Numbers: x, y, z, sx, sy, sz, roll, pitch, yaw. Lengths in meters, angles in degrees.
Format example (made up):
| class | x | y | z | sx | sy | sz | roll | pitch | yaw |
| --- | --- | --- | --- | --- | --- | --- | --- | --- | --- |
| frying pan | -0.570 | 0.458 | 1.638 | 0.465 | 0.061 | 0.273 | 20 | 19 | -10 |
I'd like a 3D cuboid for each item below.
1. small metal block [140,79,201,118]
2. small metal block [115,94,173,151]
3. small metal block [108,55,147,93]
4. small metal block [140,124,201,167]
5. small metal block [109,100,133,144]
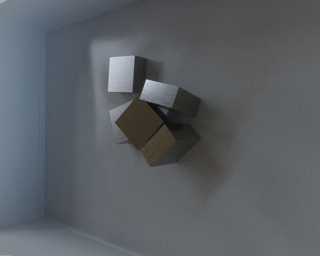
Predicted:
| class | x | y | z | sx | sy | sz | roll | pitch | yaw |
| --- | --- | --- | --- | --- | --- | --- | --- | --- | --- |
| small metal block | 0.013 | -0.035 | 0.376 | 0.050 | 0.050 | 0.025 | 19 | 91 | 38 |
| small metal block | -0.021 | -0.007 | 0.395 | 0.050 | 0.025 | 0.050 | -48 | 69 | 17 |
| small metal block | -0.047 | -0.075 | 0.443 | 0.050 | 0.025 | 0.050 | 7 | 94 | 39 |
| small metal block | 0.013 | 0.021 | 0.378 | 0.050 | 0.050 | 0.025 | -48 | 62 | 29 |
| small metal block | -0.042 | -0.008 | 0.439 | 0.050 | 0.025 | 0.050 | -20 | 78 | 38 |
